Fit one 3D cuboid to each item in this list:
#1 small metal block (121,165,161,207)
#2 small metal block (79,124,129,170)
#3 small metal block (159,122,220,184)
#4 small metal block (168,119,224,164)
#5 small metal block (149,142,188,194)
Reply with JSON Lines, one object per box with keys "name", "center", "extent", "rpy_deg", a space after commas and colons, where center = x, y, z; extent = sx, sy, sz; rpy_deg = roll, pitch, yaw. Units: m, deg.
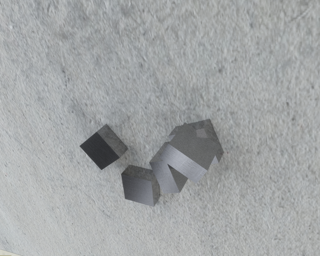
{"name": "small metal block", "center": [-0.028, 0.088, 0.475], "extent": [0.050, 0.025, 0.050], "rpy_deg": [10, 123, 22]}
{"name": "small metal block", "center": [-0.085, 0.029, 0.468], "extent": [0.050, 0.025, 0.050], "rpy_deg": [-34, 100, 38]}
{"name": "small metal block", "center": [0.035, 0.027, 0.356], "extent": [0.050, 0.050, 0.025], "rpy_deg": [35, 128, 5]}
{"name": "small metal block", "center": [0.046, 0.021, 0.394], "extent": [0.050, 0.025, 0.050], "rpy_deg": [-13, 112, 33]}
{"name": "small metal block", "center": [0.016, 0.051, 0.413], "extent": [0.025, 0.050, 0.050], "rpy_deg": [-10, 114, 32]}
